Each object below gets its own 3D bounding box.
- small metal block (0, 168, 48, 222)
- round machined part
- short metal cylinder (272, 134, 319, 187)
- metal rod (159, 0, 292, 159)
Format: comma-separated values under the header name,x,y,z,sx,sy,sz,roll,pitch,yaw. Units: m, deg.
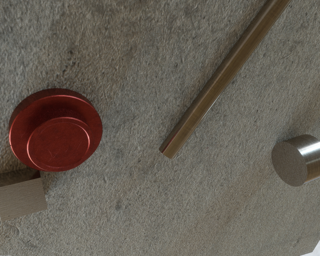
name,x,y,z,sx,sy,sz,roll,pitch,yaw
small metal block,-0.164,0.076,0.364,0.050,0.025,0.050,-12,124,-22
round machined part,-0.111,0.009,0.341,0.099,0.042,0.097,-14,124,-21
short metal cylinder,0.242,0.056,0.538,0.050,0.080,0.079,-15,125,-20
metal rod,0.094,-0.083,0.406,0.025,0.025,0.299,28,103,-38
